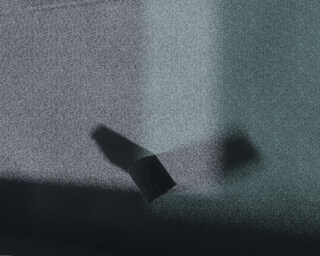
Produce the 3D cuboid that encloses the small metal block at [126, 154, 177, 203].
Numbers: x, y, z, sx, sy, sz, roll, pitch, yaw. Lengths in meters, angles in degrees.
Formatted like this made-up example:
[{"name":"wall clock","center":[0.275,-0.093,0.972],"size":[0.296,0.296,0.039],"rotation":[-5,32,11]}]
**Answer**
[{"name":"small metal block","center":[-0.010,0.064,0.400],"size":[0.025,0.050,0.050],"rotation":[-39,78,16]}]
